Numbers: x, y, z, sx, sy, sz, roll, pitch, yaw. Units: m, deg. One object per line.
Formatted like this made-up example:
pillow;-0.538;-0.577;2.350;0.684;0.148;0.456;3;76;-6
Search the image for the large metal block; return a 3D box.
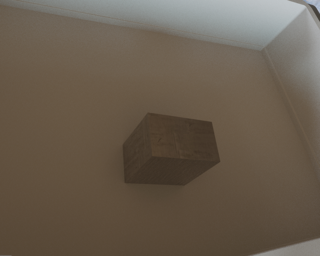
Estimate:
large metal block;0.009;0.029;0.359;0.081;0.080;0.050;7;59;-25
